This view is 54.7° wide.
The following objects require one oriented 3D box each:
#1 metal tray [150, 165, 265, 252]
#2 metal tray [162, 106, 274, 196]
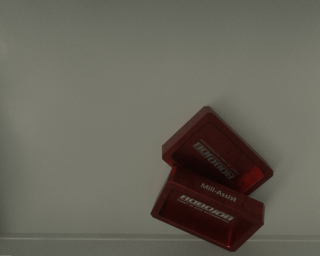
[{"bbox_3d":[0.061,0.112,0.421,0.131,0.030,0.089,24,132,2],"label":"metal tray"},{"bbox_3d":[0.078,0.045,0.425,0.130,0.030,0.090,42,105,-14],"label":"metal tray"}]
